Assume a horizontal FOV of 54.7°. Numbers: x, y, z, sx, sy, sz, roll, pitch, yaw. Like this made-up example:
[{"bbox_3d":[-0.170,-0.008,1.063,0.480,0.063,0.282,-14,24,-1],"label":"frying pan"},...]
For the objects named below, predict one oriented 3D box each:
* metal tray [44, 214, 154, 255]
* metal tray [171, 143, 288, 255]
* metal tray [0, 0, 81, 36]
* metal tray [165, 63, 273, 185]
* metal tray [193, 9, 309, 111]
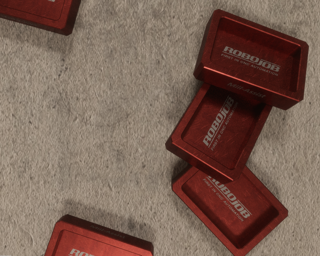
[{"bbox_3d":[-0.083,0.178,0.406,0.131,0.030,0.090,19,90,-1],"label":"metal tray"},{"bbox_3d":[0.089,0.092,0.408,0.090,0.030,0.130,-43,91,0],"label":"metal tray"},{"bbox_3d":[-0.172,-0.183,0.404,0.131,0.030,0.090,15,90,-1],"label":"metal tray"},{"bbox_3d":[0.077,-0.008,0.384,0.090,0.030,0.130,32,67,0],"label":"metal tray"},{"bbox_3d":[0.116,-0.085,0.387,0.131,0.030,0.090,19,68,-6],"label":"metal tray"}]
